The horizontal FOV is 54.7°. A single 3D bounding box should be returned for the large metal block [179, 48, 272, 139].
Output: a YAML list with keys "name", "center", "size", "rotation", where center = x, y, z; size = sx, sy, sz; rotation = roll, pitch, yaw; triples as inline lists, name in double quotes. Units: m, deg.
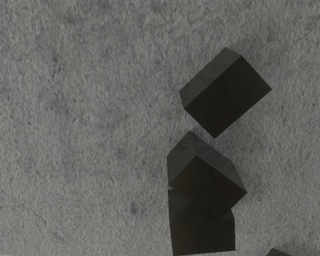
- name: "large metal block"
  center: [0.071, -0.045, 0.365]
  size: [0.080, 0.080, 0.050]
  rotation: [-43, 105, 14]

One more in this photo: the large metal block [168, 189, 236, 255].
- name: "large metal block"
  center: [0.054, 0.125, 0.427]
  size: [0.080, 0.080, 0.050]
  rotation: [-6, 110, 1]

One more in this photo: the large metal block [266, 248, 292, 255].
- name: "large metal block"
  center: [0.199, 0.251, 0.492]
  size: [0.080, 0.050, 0.080]
  rotation: [24, 108, -9]

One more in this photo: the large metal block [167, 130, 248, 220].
- name: "large metal block"
  center: [0.057, 0.058, 0.403]
  size: [0.080, 0.080, 0.050]
  rotation: [36, 106, -13]
